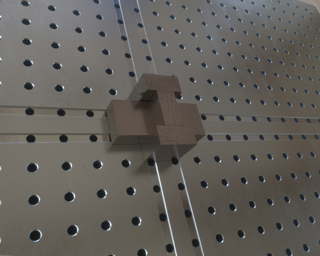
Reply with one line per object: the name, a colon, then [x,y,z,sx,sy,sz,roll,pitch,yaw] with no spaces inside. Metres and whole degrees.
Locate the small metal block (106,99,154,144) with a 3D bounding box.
small metal block: [-0.037,-0.007,0.393,0.050,0.025,0.050,0,62,-28]

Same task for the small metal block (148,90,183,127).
small metal block: [0.002,-0.013,0.402,0.025,0.050,0.050,1,62,-28]

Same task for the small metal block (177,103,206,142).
small metal block: [0.030,-0.007,0.430,0.050,0.025,0.050,1,61,-28]

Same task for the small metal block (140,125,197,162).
small metal block: [0.010,0.020,0.386,0.050,0.050,0.025,1,62,-28]

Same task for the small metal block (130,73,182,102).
small metal block: [-0.007,-0.047,0.418,0.050,0.050,0.025,1,62,-28]
